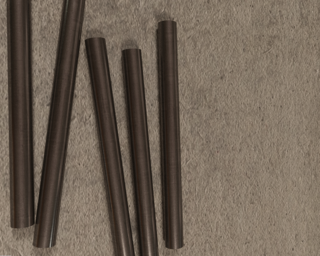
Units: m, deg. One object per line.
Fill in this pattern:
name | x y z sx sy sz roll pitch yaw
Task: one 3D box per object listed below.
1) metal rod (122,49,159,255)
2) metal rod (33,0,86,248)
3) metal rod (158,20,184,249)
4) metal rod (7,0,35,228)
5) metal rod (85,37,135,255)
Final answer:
metal rod | -0.024 0.050 0.401 0.025 0.025 0.298 -6 92 -20
metal rod | -0.118 -0.013 0.365 0.025 0.025 0.298 7 88 -20
metal rod | 0.014 0.009 0.415 0.025 0.025 0.298 -2 91 -20
metal rod | -0.158 -0.039 0.350 0.025 0.025 0.298 -1 90 -20
metal rod | -0.060 0.040 0.387 0.025 0.025 0.298 -8 93 -20
